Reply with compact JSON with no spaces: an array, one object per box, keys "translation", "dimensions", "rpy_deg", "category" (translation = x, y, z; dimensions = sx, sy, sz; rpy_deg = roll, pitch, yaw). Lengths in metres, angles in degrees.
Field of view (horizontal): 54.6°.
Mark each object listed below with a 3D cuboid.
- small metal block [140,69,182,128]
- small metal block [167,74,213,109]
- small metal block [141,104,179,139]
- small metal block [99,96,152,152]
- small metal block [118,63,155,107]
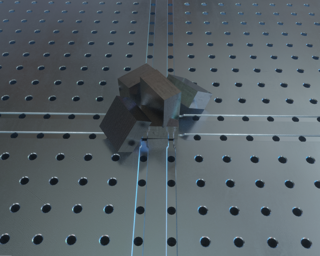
[{"translation":[0.000,-0.037,0.390],"dimensions":[0.025,0.050,0.050],"rpy_deg":[-29,56,-23],"category":"small metal block"},{"translation":[0.038,-0.050,0.433],"dimensions":[0.050,0.025,0.050],"rpy_deg":[35,19,26],"category":"small metal block"},{"translation":[-0.001,-0.013,0.418],"dimensions":[0.050,0.025,0.050],"rpy_deg":[1,50,-1],"category":"small metal block"},{"translation":[-0.045,-0.005,0.392],"dimensions":[0.025,0.050,0.050],"rpy_deg":[5,36,-48],"category":"small metal block"},{"translation":[-0.030,-0.056,0.438],"dimensions":[0.050,0.050,0.025],"rpy_deg":[-34,58,-25],"category":"small metal block"}]
